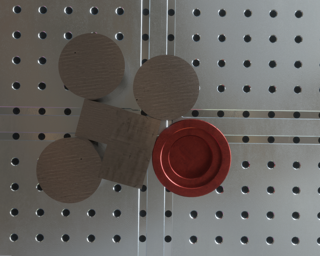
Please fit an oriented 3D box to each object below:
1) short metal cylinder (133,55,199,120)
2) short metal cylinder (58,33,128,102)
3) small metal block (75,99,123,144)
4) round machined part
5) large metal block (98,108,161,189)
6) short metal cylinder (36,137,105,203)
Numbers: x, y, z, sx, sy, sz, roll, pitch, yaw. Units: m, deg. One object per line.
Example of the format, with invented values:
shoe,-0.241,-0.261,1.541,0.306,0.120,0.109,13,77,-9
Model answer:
short metal cylinder,0.008,-0.049,0.400,0.081,0.050,0.080,0,90,0
short metal cylinder,-0.083,-0.075,0.400,0.081,0.050,0.080,0,90,0
small metal block,-0.079,-0.008,0.412,0.050,0.025,0.050,15,90,0
round machined part,0.039,0.037,0.405,0.099,0.042,0.097,0,90,0
large metal block,-0.034,0.023,0.382,0.050,0.080,0.080,16,90,0
short metal cylinder,-0.109,0.051,0.400,0.081,0.050,0.080,0,90,0
